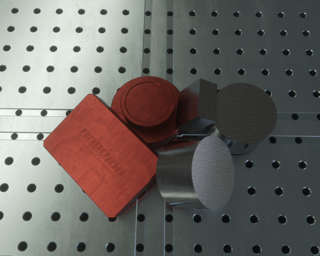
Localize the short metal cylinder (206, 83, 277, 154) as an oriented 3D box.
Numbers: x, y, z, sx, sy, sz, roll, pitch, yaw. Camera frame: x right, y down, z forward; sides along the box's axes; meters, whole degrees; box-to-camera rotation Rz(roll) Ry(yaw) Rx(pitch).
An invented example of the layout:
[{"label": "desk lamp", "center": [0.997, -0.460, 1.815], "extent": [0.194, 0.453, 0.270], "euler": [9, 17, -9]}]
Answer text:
[{"label": "short metal cylinder", "center": [0.102, -0.011, 0.400], "extent": [0.081, 0.050, 0.080], "euler": [0, 70, 0]}]

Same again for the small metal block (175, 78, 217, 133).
[{"label": "small metal block", "center": [0.045, -0.026, 0.385], "extent": [0.025, 0.050, 0.050], "euler": [16, 67, -24]}]

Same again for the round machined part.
[{"label": "round machined part", "center": [-0.016, -0.026, 0.408], "extent": [0.099, 0.042, 0.098], "euler": [0, 70, 0]}]

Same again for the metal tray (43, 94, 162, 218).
[{"label": "metal tray", "center": [-0.068, 0.032, 0.381], "extent": [0.130, 0.030, 0.090], "euler": [44, 91, 13]}]

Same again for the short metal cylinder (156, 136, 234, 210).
[{"label": "short metal cylinder", "center": [0.042, 0.051, 0.354], "extent": [0.050, 0.080, 0.080], "euler": [-9, 63, 43]}]
